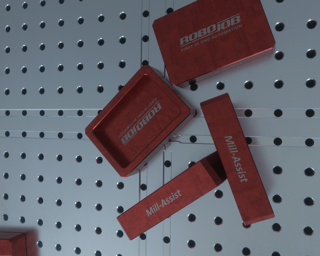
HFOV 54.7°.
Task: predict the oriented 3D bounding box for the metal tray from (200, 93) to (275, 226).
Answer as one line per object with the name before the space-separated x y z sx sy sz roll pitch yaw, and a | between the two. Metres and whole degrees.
metal tray | 0.085 0.031 0.346 0.030 0.090 0.129 -21 83 12

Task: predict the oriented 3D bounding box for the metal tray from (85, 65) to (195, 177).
metal tray | -0.029 -0.008 0.418 0.130 0.030 0.090 -45 77 14

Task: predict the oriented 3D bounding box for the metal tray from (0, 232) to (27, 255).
metal tray | -0.280 0.219 0.506 0.130 0.030 0.089 -5 88 19

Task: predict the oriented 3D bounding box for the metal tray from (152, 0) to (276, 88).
metal tray | 0.065 -0.114 0.387 0.130 0.030 0.090 -19 84 18

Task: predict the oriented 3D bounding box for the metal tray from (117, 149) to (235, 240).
metal tray | 0.023 0.074 0.361 0.130 0.090 0.030 -38 78 23
